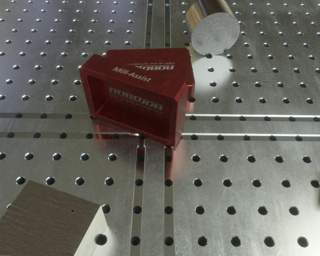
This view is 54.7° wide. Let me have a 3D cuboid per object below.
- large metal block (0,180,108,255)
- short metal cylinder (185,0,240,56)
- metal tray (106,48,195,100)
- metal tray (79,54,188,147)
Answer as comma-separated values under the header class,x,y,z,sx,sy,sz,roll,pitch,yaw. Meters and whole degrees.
class,x,y,z,sx,sy,sz,roll,pitch,yaw
large metal block,-0.108,0.108,0.300,0.080,0.050,0.080,16,52,12
short metal cylinder,0.086,-0.168,0.514,0.081,0.080,0.050,-7,51,-6
metal tray,-0.017,-0.082,0.473,0.131,0.030,0.090,-2,50,-3
metal tray,-0.033,-0.034,0.393,0.130,0.089,0.030,20,53,16
